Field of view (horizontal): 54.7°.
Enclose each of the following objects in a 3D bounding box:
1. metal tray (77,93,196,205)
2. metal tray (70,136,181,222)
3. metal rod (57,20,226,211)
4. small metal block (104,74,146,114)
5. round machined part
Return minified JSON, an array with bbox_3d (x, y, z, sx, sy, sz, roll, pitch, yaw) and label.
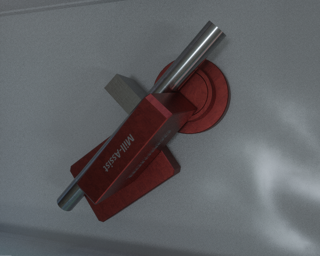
[{"bbox_3d":[-0.023,0.019,0.341,0.030,0.090,0.129,44,110,11],"label":"metal tray"},{"bbox_3d":[-0.049,0.056,0.423,0.130,0.030,0.090,-36,79,16],"label":"metal tray"},{"bbox_3d":[-0.034,-0.002,0.378,0.025,0.025,0.299,47,108,14],"label":"metal rod"},{"bbox_3d":[-0.037,-0.042,0.408,0.025,0.050,0.050,-46,76,14],"label":"small metal block"},{"bbox_3d":[0.036,-0.041,0.386,0.098,0.042,0.097,0,90,19],"label":"round machined part"}]
